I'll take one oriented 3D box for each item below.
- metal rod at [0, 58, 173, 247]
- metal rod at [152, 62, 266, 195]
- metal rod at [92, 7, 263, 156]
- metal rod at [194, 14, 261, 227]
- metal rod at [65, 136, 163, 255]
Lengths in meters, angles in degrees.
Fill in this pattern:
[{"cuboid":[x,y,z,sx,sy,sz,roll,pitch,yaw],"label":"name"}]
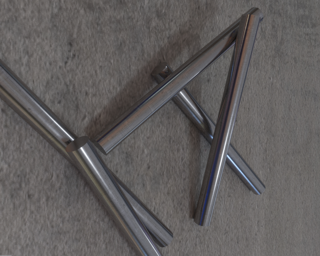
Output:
[{"cuboid":[-0.075,0.044,0.342,0.300,0.025,0.025,52,60,-28],"label":"metal rod"},{"cuboid":[0.088,0.016,0.481,0.300,0.025,0.025,46,62,-30],"label":"metal rod"},{"cuboid":[0.037,-0.072,0.400,0.301,0.025,0.025,-42,116,-21],"label":"metal rod"},{"cuboid":[0.091,-0.003,0.435,0.025,0.025,0.298,3,103,-40],"label":"metal rod"},{"cuboid":[-0.022,0.134,0.368,0.025,0.025,0.299,-44,123,-31],"label":"metal rod"}]
